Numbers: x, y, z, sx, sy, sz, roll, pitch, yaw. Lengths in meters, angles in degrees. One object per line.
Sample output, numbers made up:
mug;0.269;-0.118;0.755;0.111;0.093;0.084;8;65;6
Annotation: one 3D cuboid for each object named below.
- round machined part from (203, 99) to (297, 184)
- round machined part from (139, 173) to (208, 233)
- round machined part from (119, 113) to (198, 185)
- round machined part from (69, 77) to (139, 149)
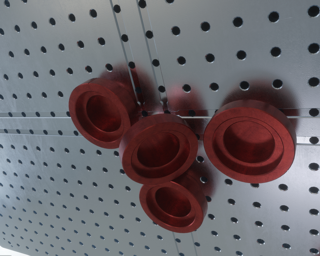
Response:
round machined part;0.103;0.012;0.353;0.098;0.042;0.097;13;124;21
round machined part;0.023;0.102;0.452;0.098;0.042;0.097;13;124;21
round machined part;-0.004;0.023;0.395;0.099;0.042;0.097;-11;127;-15
round machined part;-0.072;-0.023;0.424;0.098;0.042;0.097;13;124;21
